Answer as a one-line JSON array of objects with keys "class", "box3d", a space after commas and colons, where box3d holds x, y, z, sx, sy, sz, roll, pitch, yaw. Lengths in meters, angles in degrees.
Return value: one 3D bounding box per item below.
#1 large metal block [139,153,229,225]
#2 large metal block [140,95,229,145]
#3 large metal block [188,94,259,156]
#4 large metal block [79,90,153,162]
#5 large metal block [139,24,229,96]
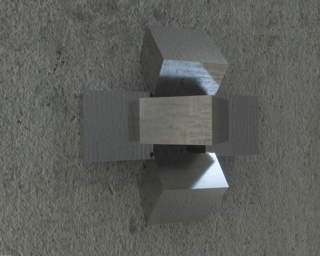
[{"class": "large metal block", "box3d": [0.026, 0.076, 0.385, 0.081, 0.079, 0.050, 1, 47, -19]}, {"class": "large metal block", "box3d": [0.031, -0.008, 0.358, 0.080, 0.080, 0.050, 0, 91, 24]}, {"class": "large metal block", "box3d": [0.087, -0.004, 0.427, 0.081, 0.050, 0.079, 0, 90, -21]}, {"class": "large metal block", "box3d": [-0.055, -0.003, 0.377, 0.081, 0.050, 0.079, -1, 90, -21]}, {"class": "large metal block", "box3d": [0.026, -0.083, 0.385, 0.081, 0.080, 0.050, 0, 134, -20]}]
